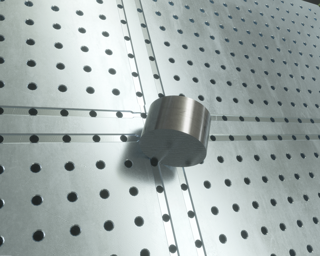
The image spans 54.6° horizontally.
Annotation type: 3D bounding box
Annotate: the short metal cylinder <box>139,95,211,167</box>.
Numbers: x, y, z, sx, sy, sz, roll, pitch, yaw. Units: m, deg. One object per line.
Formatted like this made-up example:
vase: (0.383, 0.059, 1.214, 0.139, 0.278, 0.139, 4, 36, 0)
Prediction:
short metal cylinder: (0.020, 0.006, 0.379, 0.080, 0.080, 0.050, 24, 53, -14)
